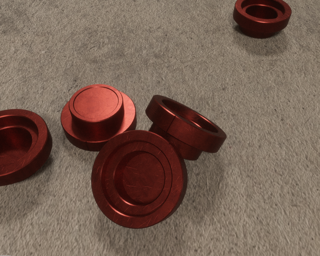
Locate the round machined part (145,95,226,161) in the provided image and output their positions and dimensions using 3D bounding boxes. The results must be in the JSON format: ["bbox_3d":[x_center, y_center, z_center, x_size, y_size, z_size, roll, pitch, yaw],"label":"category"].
[{"bbox_3d":[0.026,0.003,0.368,0.098,0.042,0.098,27,14,-7],"label":"round machined part"}]

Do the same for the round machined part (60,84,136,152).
[{"bbox_3d":[-0.081,-0.020,0.408,0.099,0.042,0.098,0,50,0],"label":"round machined part"}]

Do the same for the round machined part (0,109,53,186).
[{"bbox_3d":[-0.178,0.027,0.368,0.099,0.042,0.098,0,50,0],"label":"round machined part"}]

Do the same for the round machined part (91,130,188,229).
[{"bbox_3d":[-0.019,0.053,0.328,0.098,0.042,0.097,-3,80,16],"label":"round machined part"}]

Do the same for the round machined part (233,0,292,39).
[{"bbox_3d":[0.182,-0.199,0.562,0.099,0.042,0.098,0,50,0],"label":"round machined part"}]
